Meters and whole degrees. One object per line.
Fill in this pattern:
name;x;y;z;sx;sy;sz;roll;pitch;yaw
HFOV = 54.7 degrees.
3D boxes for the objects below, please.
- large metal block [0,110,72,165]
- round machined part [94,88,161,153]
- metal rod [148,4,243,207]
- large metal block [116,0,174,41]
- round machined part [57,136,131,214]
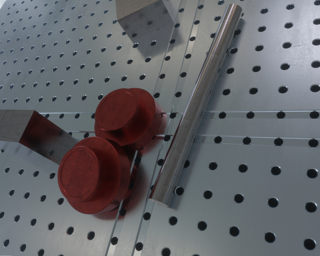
large metal block;-0.198;0.014;0.468;0.080;0.080;0.050;2;63;29
round machined part;-0.051;-0.017;0.435;0.098;0.042;0.098;-13;56;21
metal rod;0.054;-0.044;0.406;0.025;0.025;0.300;10;67;32
large metal block;-0.028;-0.209;0.536;0.080;0.050;0.080;-20;54;16
round machined part;-0.089;0.059;0.391;0.098;0.042;0.098;-6;77;29
